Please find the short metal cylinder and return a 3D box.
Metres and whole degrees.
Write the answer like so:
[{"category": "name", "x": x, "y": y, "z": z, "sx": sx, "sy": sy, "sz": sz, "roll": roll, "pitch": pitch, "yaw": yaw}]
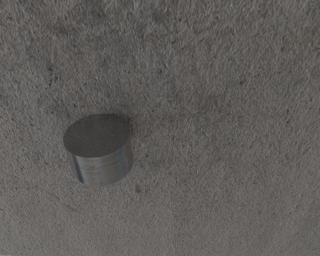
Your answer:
[{"category": "short metal cylinder", "x": -0.076, "y": 0.026, "z": 0.393, "sx": 0.080, "sy": 0.080, "sz": 0.050, "roll": -1, "pitch": 130, "yaw": 1}]
